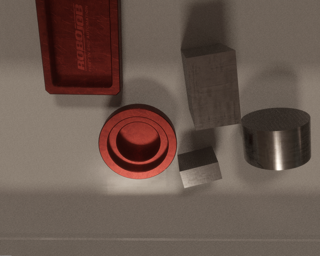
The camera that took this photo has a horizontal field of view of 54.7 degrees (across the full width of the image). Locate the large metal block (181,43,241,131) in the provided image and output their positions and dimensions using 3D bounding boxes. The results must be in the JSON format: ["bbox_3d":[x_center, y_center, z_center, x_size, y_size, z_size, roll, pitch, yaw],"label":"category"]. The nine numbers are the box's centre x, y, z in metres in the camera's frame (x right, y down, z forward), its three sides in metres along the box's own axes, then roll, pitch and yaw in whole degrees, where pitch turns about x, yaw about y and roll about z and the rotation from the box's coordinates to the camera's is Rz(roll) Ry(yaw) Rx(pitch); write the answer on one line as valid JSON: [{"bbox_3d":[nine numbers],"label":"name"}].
[{"bbox_3d":[0.058,-0.052,0.364,0.050,0.080,0.079,-9,110,3],"label":"large metal block"}]

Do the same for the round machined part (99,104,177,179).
[{"bbox_3d":[-0.028,0.015,0.407,0.099,0.042,0.097,0,110,-1],"label":"round machined part"}]

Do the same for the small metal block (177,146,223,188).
[{"bbox_3d":[0.052,0.052,0.418,0.050,0.050,0.025,-15,110,5],"label":"small metal block"}]

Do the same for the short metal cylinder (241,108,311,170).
[{"bbox_3d":[0.145,0.011,0.388,0.080,0.080,0.050,-10,110,3],"label":"short metal cylinder"}]

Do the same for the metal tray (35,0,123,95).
[{"bbox_3d":[-0.092,-0.106,0.368,0.091,0.030,0.129,1,110,-1],"label":"metal tray"}]
